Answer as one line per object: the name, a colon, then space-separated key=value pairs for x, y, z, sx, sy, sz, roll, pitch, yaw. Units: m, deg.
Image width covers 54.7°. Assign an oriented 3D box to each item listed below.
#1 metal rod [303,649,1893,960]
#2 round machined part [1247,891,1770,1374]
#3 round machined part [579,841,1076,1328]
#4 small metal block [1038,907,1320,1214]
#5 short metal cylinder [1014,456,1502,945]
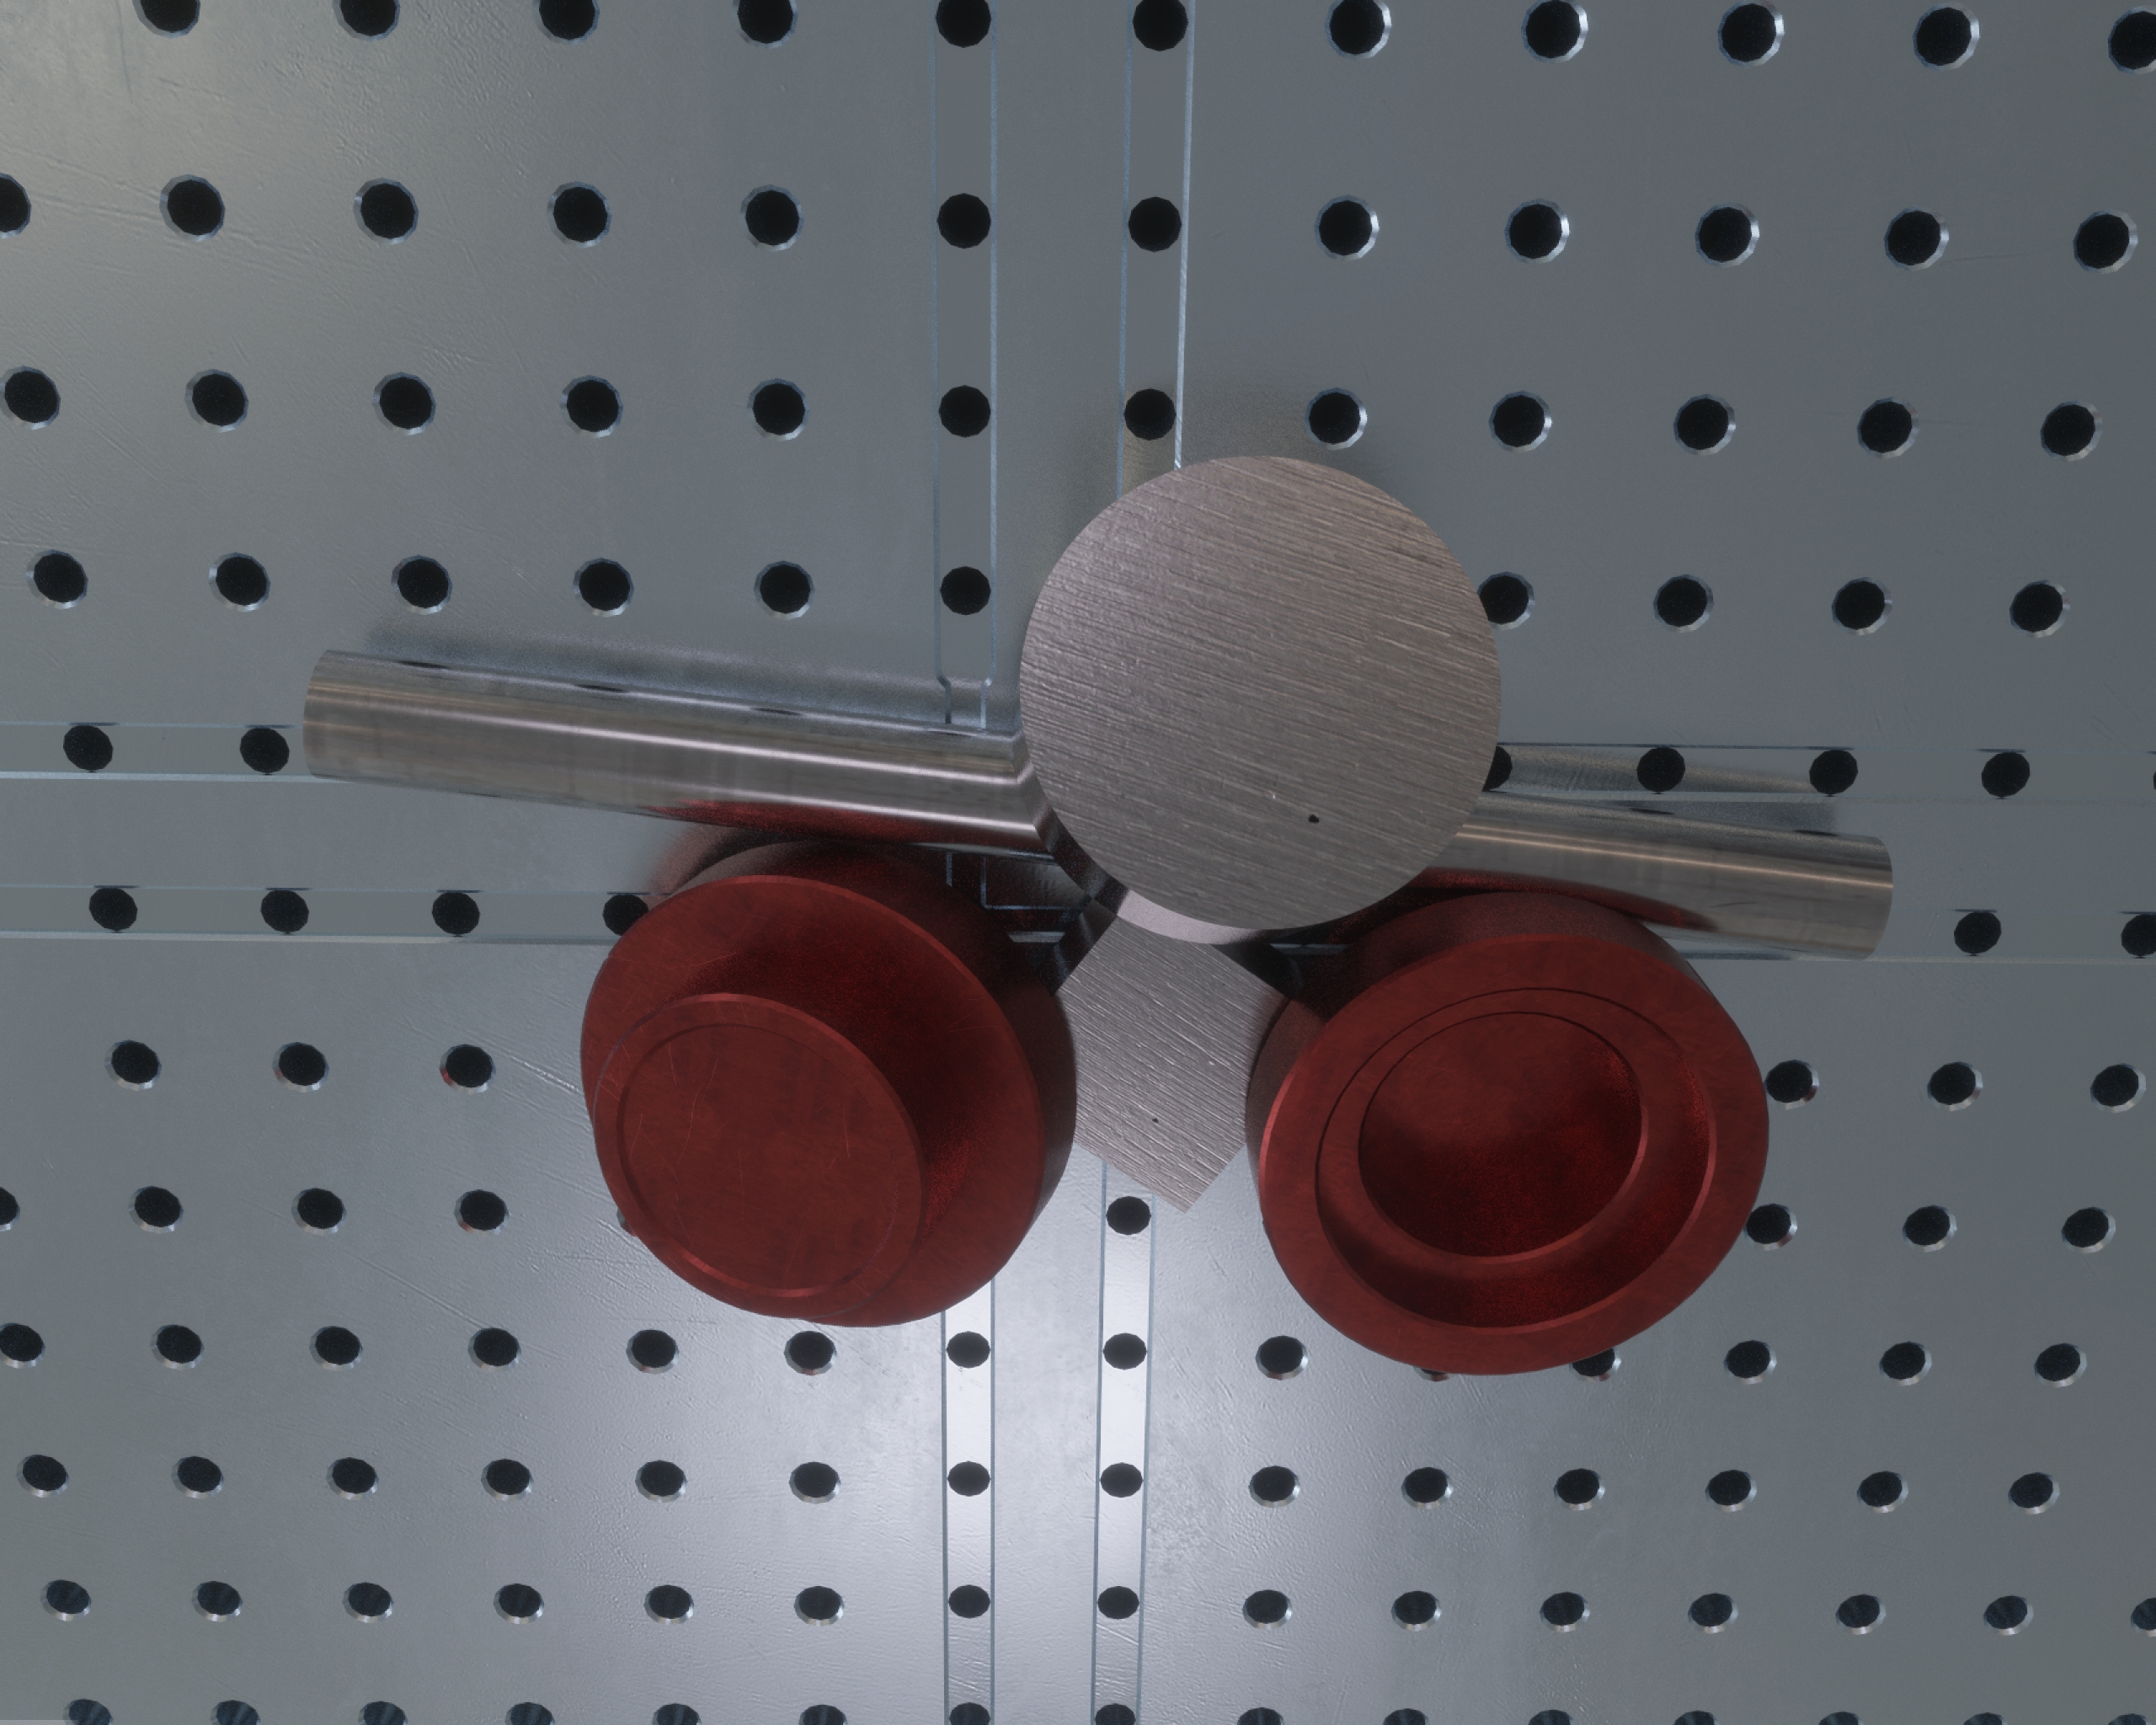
metal rod: x=0.006 y=-0.011 z=0.406 sx=0.302 sy=0.025 sz=0.025 roll=7 pitch=110 yaw=-3
round machined part: x=0.083 y=0.050 z=0.417 sx=0.099 sy=0.042 sz=0.097 roll=-1 pitch=113 yaw=-3
round machined part: x=-0.053 y=0.048 z=0.404 sx=0.098 sy=0.042 sz=0.097 roll=6 pitch=112 yaw=16
small metal block: x=0.016 y=0.034 z=0.422 sx=0.050 sy=0.025 sz=0.050 roll=35 pitch=106 yaw=-12
short metal cylinder: x=0.029 y=-0.026 z=0.371 sx=0.081 sy=0.050 sz=0.080 roll=0 pitch=85 yaw=-4
